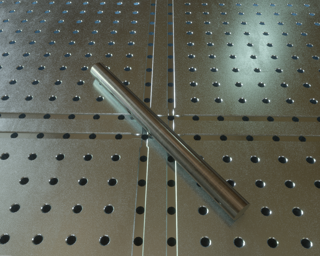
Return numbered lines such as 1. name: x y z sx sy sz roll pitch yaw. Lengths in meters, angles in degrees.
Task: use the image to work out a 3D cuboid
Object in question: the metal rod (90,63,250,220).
1. metal rod: -0.005 0.000 0.407 0.025 0.025 0.300 -31 57 -23
